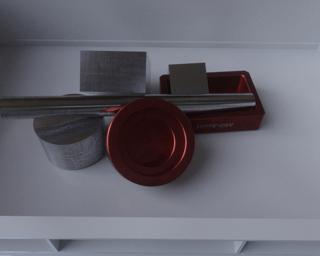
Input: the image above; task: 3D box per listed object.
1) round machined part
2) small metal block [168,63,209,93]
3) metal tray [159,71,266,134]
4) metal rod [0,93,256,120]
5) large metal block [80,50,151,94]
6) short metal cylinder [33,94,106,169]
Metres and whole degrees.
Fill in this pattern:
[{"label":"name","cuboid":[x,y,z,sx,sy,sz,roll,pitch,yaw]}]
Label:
[{"label":"round machined part","cuboid":[-0.013,0.017,0.357,0.099,0.042,0.097,2,83,-15]},{"label":"small metal block","cuboid":[0.038,-0.061,0.427,0.050,0.025,0.050,-4,76,-3]},{"label":"metal tray","cuboid":[0.068,-0.037,0.431,0.131,0.030,0.090,-3,50,-4]},{"label":"metal rod","cuboid":[-0.023,-0.028,0.372,0.303,0.025,0.025,-3,49,-17]},{"label":"large metal block","cuboid":[-0.056,-0.070,0.416,0.080,0.080,0.050,2,92,2]},{"label":"short metal cylinder","cuboid":[-0.107,0.004,0.381,0.081,0.050,0.080,0,50,0]}]
